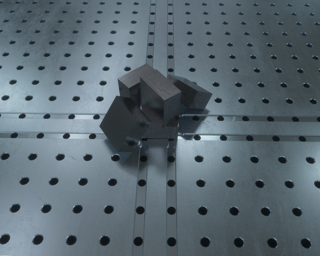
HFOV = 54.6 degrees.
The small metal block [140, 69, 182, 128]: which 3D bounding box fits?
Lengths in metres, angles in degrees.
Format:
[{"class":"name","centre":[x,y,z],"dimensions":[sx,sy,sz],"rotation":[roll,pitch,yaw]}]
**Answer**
[{"class":"small metal block","centre":[0.000,-0.037,0.390],"dimensions":[0.025,0.050,0.050],"rotation":[-29,56,-23]}]

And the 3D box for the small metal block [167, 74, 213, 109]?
[{"class":"small metal block","centre":[0.038,-0.050,0.433],"dimensions":[0.050,0.025,0.050],"rotation":[35,19,26]}]

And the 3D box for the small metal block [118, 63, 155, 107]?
[{"class":"small metal block","centre":[-0.030,-0.056,0.438],"dimensions":[0.050,0.050,0.025],"rotation":[-34,58,-25]}]

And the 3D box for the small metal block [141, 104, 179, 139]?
[{"class":"small metal block","centre":[-0.001,-0.013,0.418],"dimensions":[0.050,0.025,0.050],"rotation":[1,50,-1]}]

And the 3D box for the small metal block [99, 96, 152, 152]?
[{"class":"small metal block","centre":[-0.045,-0.005,0.392],"dimensions":[0.025,0.050,0.050],"rotation":[5,36,-48]}]
